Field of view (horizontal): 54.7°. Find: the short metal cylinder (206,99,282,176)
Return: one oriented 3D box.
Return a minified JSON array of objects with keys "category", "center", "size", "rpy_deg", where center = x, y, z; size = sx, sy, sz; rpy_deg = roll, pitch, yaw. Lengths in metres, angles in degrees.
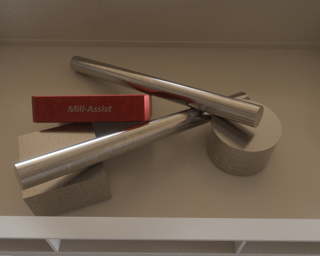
[{"category":"short metal cylinder","center":[0.100,0.011,0.378],"size":[0.081,0.050,0.080],"rpy_deg":[0,50,0]}]

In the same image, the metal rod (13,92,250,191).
[{"category":"metal rod","center":[-0.004,0.002,0.353],"size":[0.302,0.025,0.025],"rpy_deg":[-19,52,-33]}]

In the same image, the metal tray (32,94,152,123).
[{"category":"metal tray","center":[-0.077,-0.026,0.385],"size":[0.131,0.030,0.090],"rpy_deg":[-1,6,1]}]

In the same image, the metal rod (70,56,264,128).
[{"category":"metal rod","center":[-0.013,-0.057,0.413],"size":[0.300,0.025,0.025],"rpy_deg":[21,52,31]}]

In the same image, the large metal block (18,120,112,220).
[{"category":"large metal block","center":[-0.105,0.044,0.345],"size":[0.081,0.050,0.080],"rpy_deg":[-15,52,-13]}]
